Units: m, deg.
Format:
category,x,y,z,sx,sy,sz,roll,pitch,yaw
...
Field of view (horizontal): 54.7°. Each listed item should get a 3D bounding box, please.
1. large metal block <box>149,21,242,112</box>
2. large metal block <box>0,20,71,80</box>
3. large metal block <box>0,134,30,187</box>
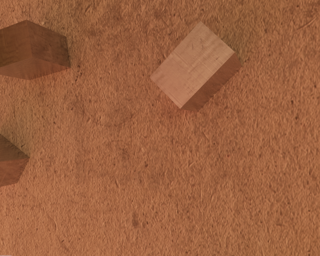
category,x,y,z,sx,sy,sz,roll,pitch,yaw
large metal block,0.046,-0.066,0.364,0.080,0.080,0.050,-46,76,14
large metal block,-0.190,-0.108,0.447,0.080,0.080,0.050,-11,86,19
large metal block,-0.266,0.048,0.474,0.080,0.080,0.050,33,101,17
